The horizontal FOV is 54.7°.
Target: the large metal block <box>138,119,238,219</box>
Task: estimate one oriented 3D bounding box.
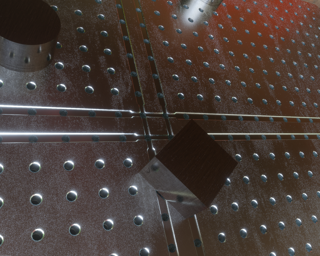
[{"bbox_3d":[0.036,0.049,0.381,0.080,0.050,0.080,44,51,2],"label":"large metal block"}]

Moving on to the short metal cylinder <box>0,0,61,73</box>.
[{"bbox_3d":[-0.165,-0.114,0.373,0.081,0.050,0.080,14,56,-21],"label":"short metal cylinder"}]

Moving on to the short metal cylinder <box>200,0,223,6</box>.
[{"bbox_3d":[0.106,-0.297,0.630,0.081,0.050,0.080,14,56,-21],"label":"short metal cylinder"}]
